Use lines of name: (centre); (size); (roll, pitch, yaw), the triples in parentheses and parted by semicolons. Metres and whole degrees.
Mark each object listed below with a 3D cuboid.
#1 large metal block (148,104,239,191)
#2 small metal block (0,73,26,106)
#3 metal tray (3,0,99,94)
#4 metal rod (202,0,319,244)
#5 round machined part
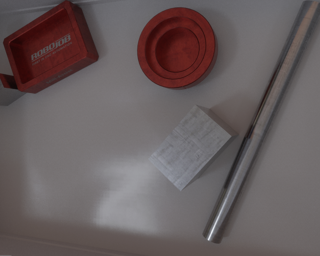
large metal block: (0.043, 0.021, 0.366); (0.050, 0.080, 0.080); (44, 103, 14)
small metal block: (-0.244, -0.058, 0.481); (0.050, 0.050, 0.025); (-28, 81, 17)
metal tray: (-0.165, -0.118, 0.464); (0.130, 0.030, 0.090); (-23, 83, 18)
metal rod: (0.119, -0.001, 0.368); (0.025, 0.025, 0.298); (24, 98, 18)
round machined part: (0.025, -0.097, 0.392); (0.098, 0.042, 0.097); (0, 90, 19)
